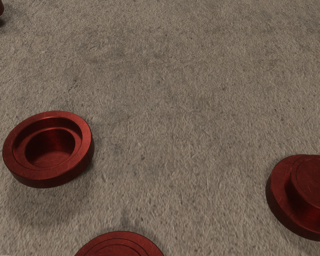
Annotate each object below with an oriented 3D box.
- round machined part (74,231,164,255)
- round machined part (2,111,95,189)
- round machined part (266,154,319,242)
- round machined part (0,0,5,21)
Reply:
[{"bbox_3d":[-0.039,0.139,0.275,0.099,0.042,0.098,0,50,0],"label":"round machined part"},{"bbox_3d":[-0.127,0.029,0.366,0.099,0.042,0.098,0,50,0],"label":"round machined part"},{"bbox_3d":[0.171,0.068,0.337,0.099,0.042,0.098,0,50,0],"label":"round machined part"},{"bbox_3d":[-0.335,-0.209,0.563,0.099,0.042,0.098,0,50,0],"label":"round machined part"}]
